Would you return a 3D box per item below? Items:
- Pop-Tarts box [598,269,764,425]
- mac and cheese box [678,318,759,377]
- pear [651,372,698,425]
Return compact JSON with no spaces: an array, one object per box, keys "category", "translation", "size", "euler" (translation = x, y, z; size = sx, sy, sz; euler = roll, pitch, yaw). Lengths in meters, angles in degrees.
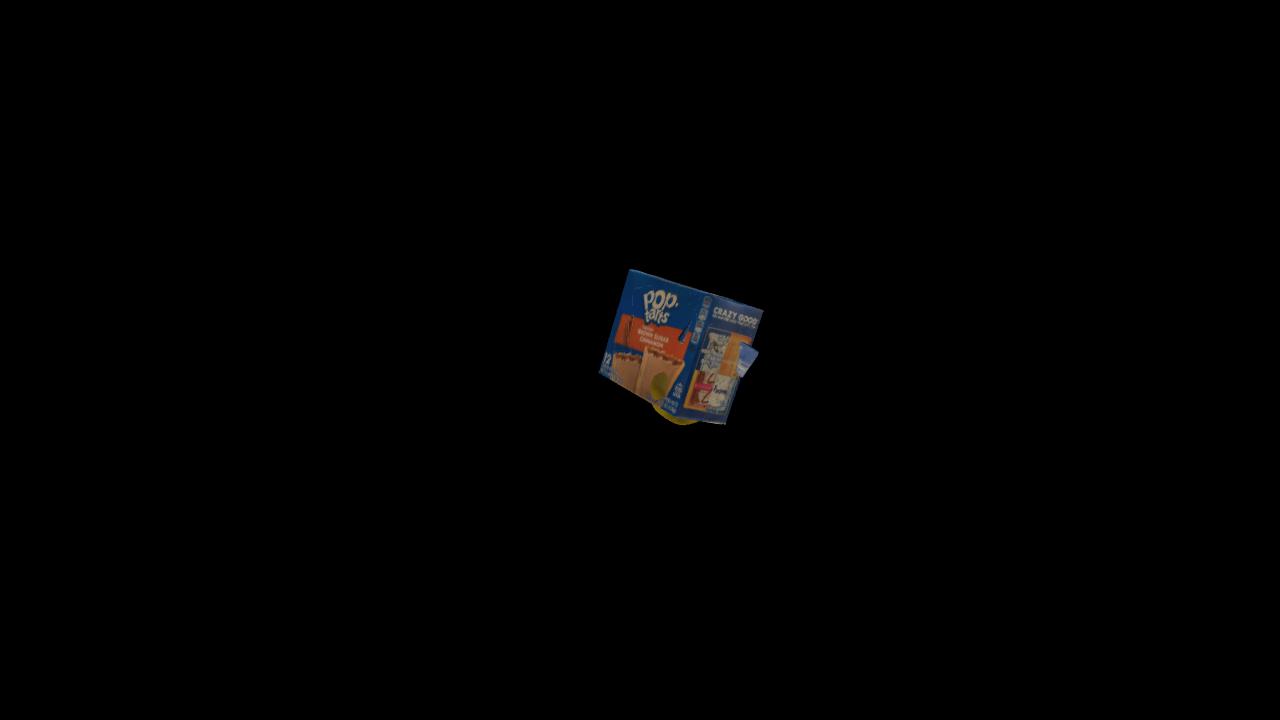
[{"category":"Pop-Tarts box","translation":[0.042,-0.020,0.738],"size":[0.083,0.141,0.167],"euler":[11,10,-39]},{"category":"mac and cheese box","translation":[0.068,-0.043,0.762],"size":[0.093,0.041,0.184],"euler":[26,11,-20]},{"category":"pear","translation":[0.047,0.019,0.724],"size":[0.080,0.111,0.080],"euler":[-7,-42,-6]}]
